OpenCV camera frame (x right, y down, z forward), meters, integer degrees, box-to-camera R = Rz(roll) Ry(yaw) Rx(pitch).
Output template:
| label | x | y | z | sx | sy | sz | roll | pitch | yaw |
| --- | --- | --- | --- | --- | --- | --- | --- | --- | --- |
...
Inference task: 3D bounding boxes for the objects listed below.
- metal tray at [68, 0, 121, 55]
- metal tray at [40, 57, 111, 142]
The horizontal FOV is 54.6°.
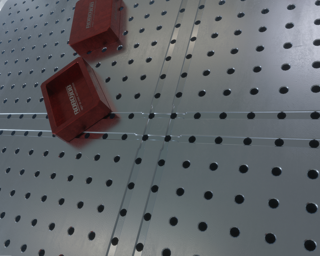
| label | x | y | z | sx | sy | sz | roll | pitch | yaw |
| --- | --- | --- | --- | --- | --- | --- | --- | --- | --- |
| metal tray | -0.124 | -0.209 | 0.600 | 0.090 | 0.030 | 0.130 | -15 | 55 | 19 |
| metal tray | -0.143 | -0.051 | 0.512 | 0.090 | 0.030 | 0.130 | -34 | 51 | 5 |
